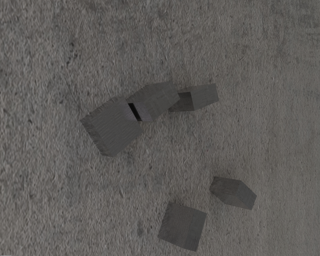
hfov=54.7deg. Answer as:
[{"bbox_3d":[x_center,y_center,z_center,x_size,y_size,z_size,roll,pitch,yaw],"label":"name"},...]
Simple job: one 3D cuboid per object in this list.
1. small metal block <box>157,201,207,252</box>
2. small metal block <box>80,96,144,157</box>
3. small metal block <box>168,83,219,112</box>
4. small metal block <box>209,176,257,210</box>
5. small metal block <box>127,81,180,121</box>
[{"bbox_3d":[0.029,0.130,0.413,0.025,0.050,0.050,30,71,-36],"label":"small metal block"},{"bbox_3d":[-0.055,-0.002,0.359,0.050,0.025,0.050,-42,115,-32],"label":"small metal block"},{"bbox_3d":[0.043,-0.041,0.424,0.050,0.050,0.025,-23,105,-38],"label":"small metal block"},{"bbox_3d":[0.114,0.101,0.484,0.050,0.050,0.025,42,65,-32],"label":"small metal block"},{"bbox_3d":[-0.013,-0.032,0.377,0.050,0.050,0.025,-40,115,-33],"label":"small metal block"}]
